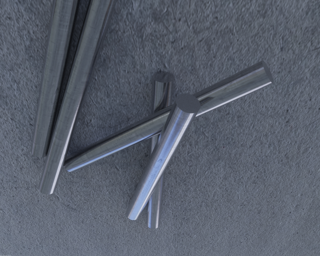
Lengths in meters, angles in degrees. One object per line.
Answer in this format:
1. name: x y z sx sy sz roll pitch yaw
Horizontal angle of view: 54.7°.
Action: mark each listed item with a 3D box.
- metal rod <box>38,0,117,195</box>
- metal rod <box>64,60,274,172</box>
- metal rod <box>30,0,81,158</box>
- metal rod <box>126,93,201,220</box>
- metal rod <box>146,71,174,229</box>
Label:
1. metal rod: -0.110 -0.020 0.379 0.025 0.025 0.298 18 125 -15
2. metal rod: -0.013 -0.001 0.375 0.300 0.025 0.025 -24 127 31
3. metal rod: -0.114 -0.075 0.342 0.025 0.025 0.298 16 128 -13
4. metal rod: -0.009 0.061 0.415 0.025 0.025 0.298 11 143 -9
5. metal rod: -0.004 0.055 0.453 0.025 0.025 0.298 2 130 -2
